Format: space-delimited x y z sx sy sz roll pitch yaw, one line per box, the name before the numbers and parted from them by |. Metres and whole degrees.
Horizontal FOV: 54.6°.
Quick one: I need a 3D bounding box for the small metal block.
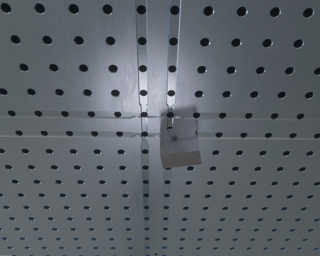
small metal block | 0.027 0.025 0.416 0.050 0.050 0.025 -8 130 6
